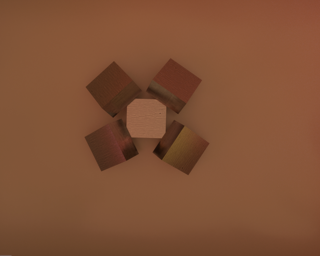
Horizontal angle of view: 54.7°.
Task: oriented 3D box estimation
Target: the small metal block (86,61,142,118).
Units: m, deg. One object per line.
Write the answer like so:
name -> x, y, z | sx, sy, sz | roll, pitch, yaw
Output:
small metal block -> -0.059, -0.050, 0.396 | 0.050, 0.025, 0.050 | -42, 53, 0

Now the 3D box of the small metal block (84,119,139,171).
small metal block -> -0.062, 0.022, 0.397 | 0.050, 0.025, 0.050 | -26, 90, 37

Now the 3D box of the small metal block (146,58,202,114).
small metal block -> 0.018, -0.054, 0.397 | 0.050, 0.025, 0.050 | 35, 53, -1

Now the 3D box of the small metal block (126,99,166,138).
small metal block -> -0.017, -0.012, 0.409 | 0.050, 0.025, 0.050 | 2, 90, 0

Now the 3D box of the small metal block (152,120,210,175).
small metal block -> 0.027, 0.026, 0.398 | 0.050, 0.025, 0.050 | 34, 90, -35
